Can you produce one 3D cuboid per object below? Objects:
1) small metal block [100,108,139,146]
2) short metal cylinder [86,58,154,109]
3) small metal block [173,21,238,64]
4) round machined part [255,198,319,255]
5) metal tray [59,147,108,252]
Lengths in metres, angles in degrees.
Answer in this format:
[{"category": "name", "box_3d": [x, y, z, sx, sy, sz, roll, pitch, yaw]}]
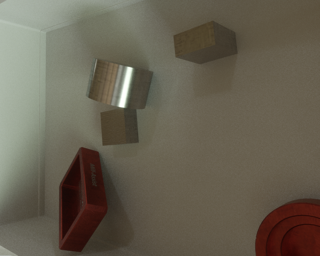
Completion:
[{"category": "small metal block", "box_3d": [-0.060, -0.001, 0.454, 0.050, 0.025, 0.050, -7, 85, 39]}, {"category": "short metal cylinder", "box_3d": [-0.053, -0.060, 0.413, 0.080, 0.081, 0.050, 22, 104, 37]}, {"category": "small metal block", "box_3d": [0.051, -0.093, 0.347, 0.050, 0.050, 0.025, -9, 85, 39]}, {"category": "round machined part", "box_3d": [0.141, 0.112, 0.279, 0.098, 0.042, 0.097, 0, 90, 39]}, {"category": "metal tray", "box_3d": [-0.118, 0.101, 0.459, 0.089, 0.030, 0.130, -57, 31, 21]}]
